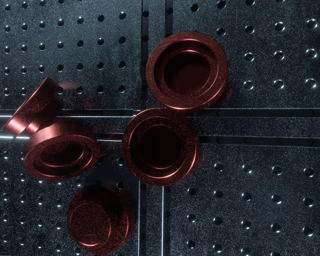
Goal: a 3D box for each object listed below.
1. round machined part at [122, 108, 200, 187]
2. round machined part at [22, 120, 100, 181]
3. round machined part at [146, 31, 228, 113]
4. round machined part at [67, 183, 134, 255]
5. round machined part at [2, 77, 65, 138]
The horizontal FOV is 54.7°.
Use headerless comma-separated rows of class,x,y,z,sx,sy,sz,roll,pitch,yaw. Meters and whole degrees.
round machined part,0.004,0.023,0.401,0.098,0.042,0.097,0,91,19
round machined part,-0.136,0.027,0.426,0.098,0.098,0.042,-38,52,16
round machined part,0.035,-0.065,0.384,0.098,0.042,0.098,-3,78,14
round machined part,-0.090,0.130,0.434,0.098,0.042,0.097,0,90,19
round machined part,-0.175,-0.024,0.444,0.098,0.098,0.042,-43,113,14
